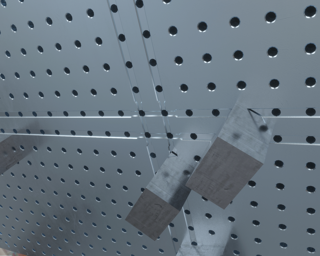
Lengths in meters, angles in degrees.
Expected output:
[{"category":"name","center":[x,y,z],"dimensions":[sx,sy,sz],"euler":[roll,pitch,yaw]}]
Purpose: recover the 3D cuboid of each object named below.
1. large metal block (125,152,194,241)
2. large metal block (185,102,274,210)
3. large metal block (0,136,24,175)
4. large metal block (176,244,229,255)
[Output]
[{"category":"large metal block","center":[0.004,0.094,0.430],"dimensions":[0.050,0.080,0.079],"euler":[34,129,5]},{"category":"large metal block","center":[0.080,0.030,0.352],"dimensions":[0.050,0.080,0.079],"euler":[32,128,7]},{"category":"large metal block","center":[-0.323,0.061,0.580],"dimensions":[0.080,0.080,0.050],"euler":[-9,114,32]},{"category":"large metal block","center":[0.075,0.238,0.502],"dimensions":[0.080,0.050,0.080],"euler":[-11,113,32]}]
